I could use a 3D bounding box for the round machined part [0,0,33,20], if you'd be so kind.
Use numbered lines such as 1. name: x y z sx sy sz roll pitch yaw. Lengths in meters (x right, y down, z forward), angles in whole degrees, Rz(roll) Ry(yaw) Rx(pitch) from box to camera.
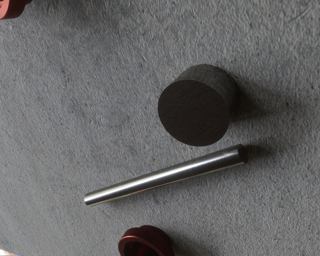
1. round machined part: -0.186 -0.182 0.369 0.098 0.042 0.097 19 122 34

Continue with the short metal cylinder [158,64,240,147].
1. short metal cylinder: 0.045 -0.026 0.350 0.080 0.050 0.079 13 124 20

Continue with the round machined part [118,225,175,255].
1. round machined part: -0.019 0.207 0.532 0.098 0.042 0.097 13 124 20

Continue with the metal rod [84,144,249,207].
1. metal rod: -0.012 0.079 0.459 0.299 0.025 0.025 -23 106 36
